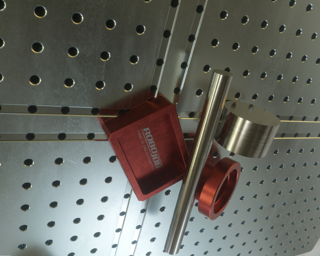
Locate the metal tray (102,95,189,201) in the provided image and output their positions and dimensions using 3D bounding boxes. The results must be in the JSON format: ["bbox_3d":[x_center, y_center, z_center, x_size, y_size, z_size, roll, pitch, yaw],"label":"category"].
[{"bbox_3d":[-0.012,0.031,0.420,0.091,0.030,0.129,-27,128,-11],"label":"metal tray"}]

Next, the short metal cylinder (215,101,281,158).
[{"bbox_3d":[0.123,0.000,0.443,0.081,0.080,0.050,1,118,-29],"label":"short metal cylinder"}]

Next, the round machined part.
[{"bbox_3d":[0.085,0.090,0.485,0.099,0.042,0.097,-38,140,-40],"label":"round machined part"}]

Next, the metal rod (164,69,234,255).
[{"bbox_3d":[0.047,0.065,0.437,0.025,0.025,0.298,-2,119,-27],"label":"metal rod"}]
